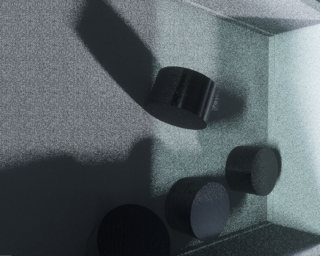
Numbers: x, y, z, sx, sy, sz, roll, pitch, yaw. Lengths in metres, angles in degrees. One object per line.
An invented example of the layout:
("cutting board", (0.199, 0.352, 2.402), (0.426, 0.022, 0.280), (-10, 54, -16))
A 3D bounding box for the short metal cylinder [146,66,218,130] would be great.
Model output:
("short metal cylinder", (0.028, -0.036, 0.396), (0.080, 0.080, 0.050), (30, 72, -37))

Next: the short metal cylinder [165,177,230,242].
("short metal cylinder", (0.053, 0.113, 0.438), (0.081, 0.050, 0.079), (0, 90, -40))

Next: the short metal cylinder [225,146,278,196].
("short metal cylinder", (0.156, 0.071, 0.524), (0.081, 0.050, 0.079), (0, 90, -40))

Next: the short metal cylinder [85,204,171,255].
("short metal cylinder", (-0.035, 0.131, 0.337), (0.081, 0.050, 0.080), (16, 46, -17))
